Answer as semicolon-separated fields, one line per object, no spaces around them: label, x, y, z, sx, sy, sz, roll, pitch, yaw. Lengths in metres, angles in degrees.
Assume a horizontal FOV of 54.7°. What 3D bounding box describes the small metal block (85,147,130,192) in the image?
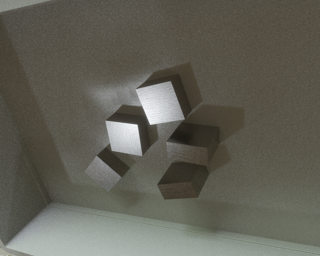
small metal block;-0.084;0.067;0.492;0.050;0.025;0.050;41;129;-1

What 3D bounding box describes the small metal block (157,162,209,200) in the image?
small metal block;0.032;0.069;0.417;0.050;0.050;0.025;-12;112;33

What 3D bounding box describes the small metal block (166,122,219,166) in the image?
small metal block;0.042;0.018;0.381;0.050;0.050;0.025;8;122;24

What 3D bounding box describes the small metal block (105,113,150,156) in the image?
small metal block;-0.044;0.008;0.436;0.050;0.025;0.050;7;122;24

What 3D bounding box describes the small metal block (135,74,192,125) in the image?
small metal block;0.005;-0.035;0.383;0.050;0.025;0.050;-9;114;31
